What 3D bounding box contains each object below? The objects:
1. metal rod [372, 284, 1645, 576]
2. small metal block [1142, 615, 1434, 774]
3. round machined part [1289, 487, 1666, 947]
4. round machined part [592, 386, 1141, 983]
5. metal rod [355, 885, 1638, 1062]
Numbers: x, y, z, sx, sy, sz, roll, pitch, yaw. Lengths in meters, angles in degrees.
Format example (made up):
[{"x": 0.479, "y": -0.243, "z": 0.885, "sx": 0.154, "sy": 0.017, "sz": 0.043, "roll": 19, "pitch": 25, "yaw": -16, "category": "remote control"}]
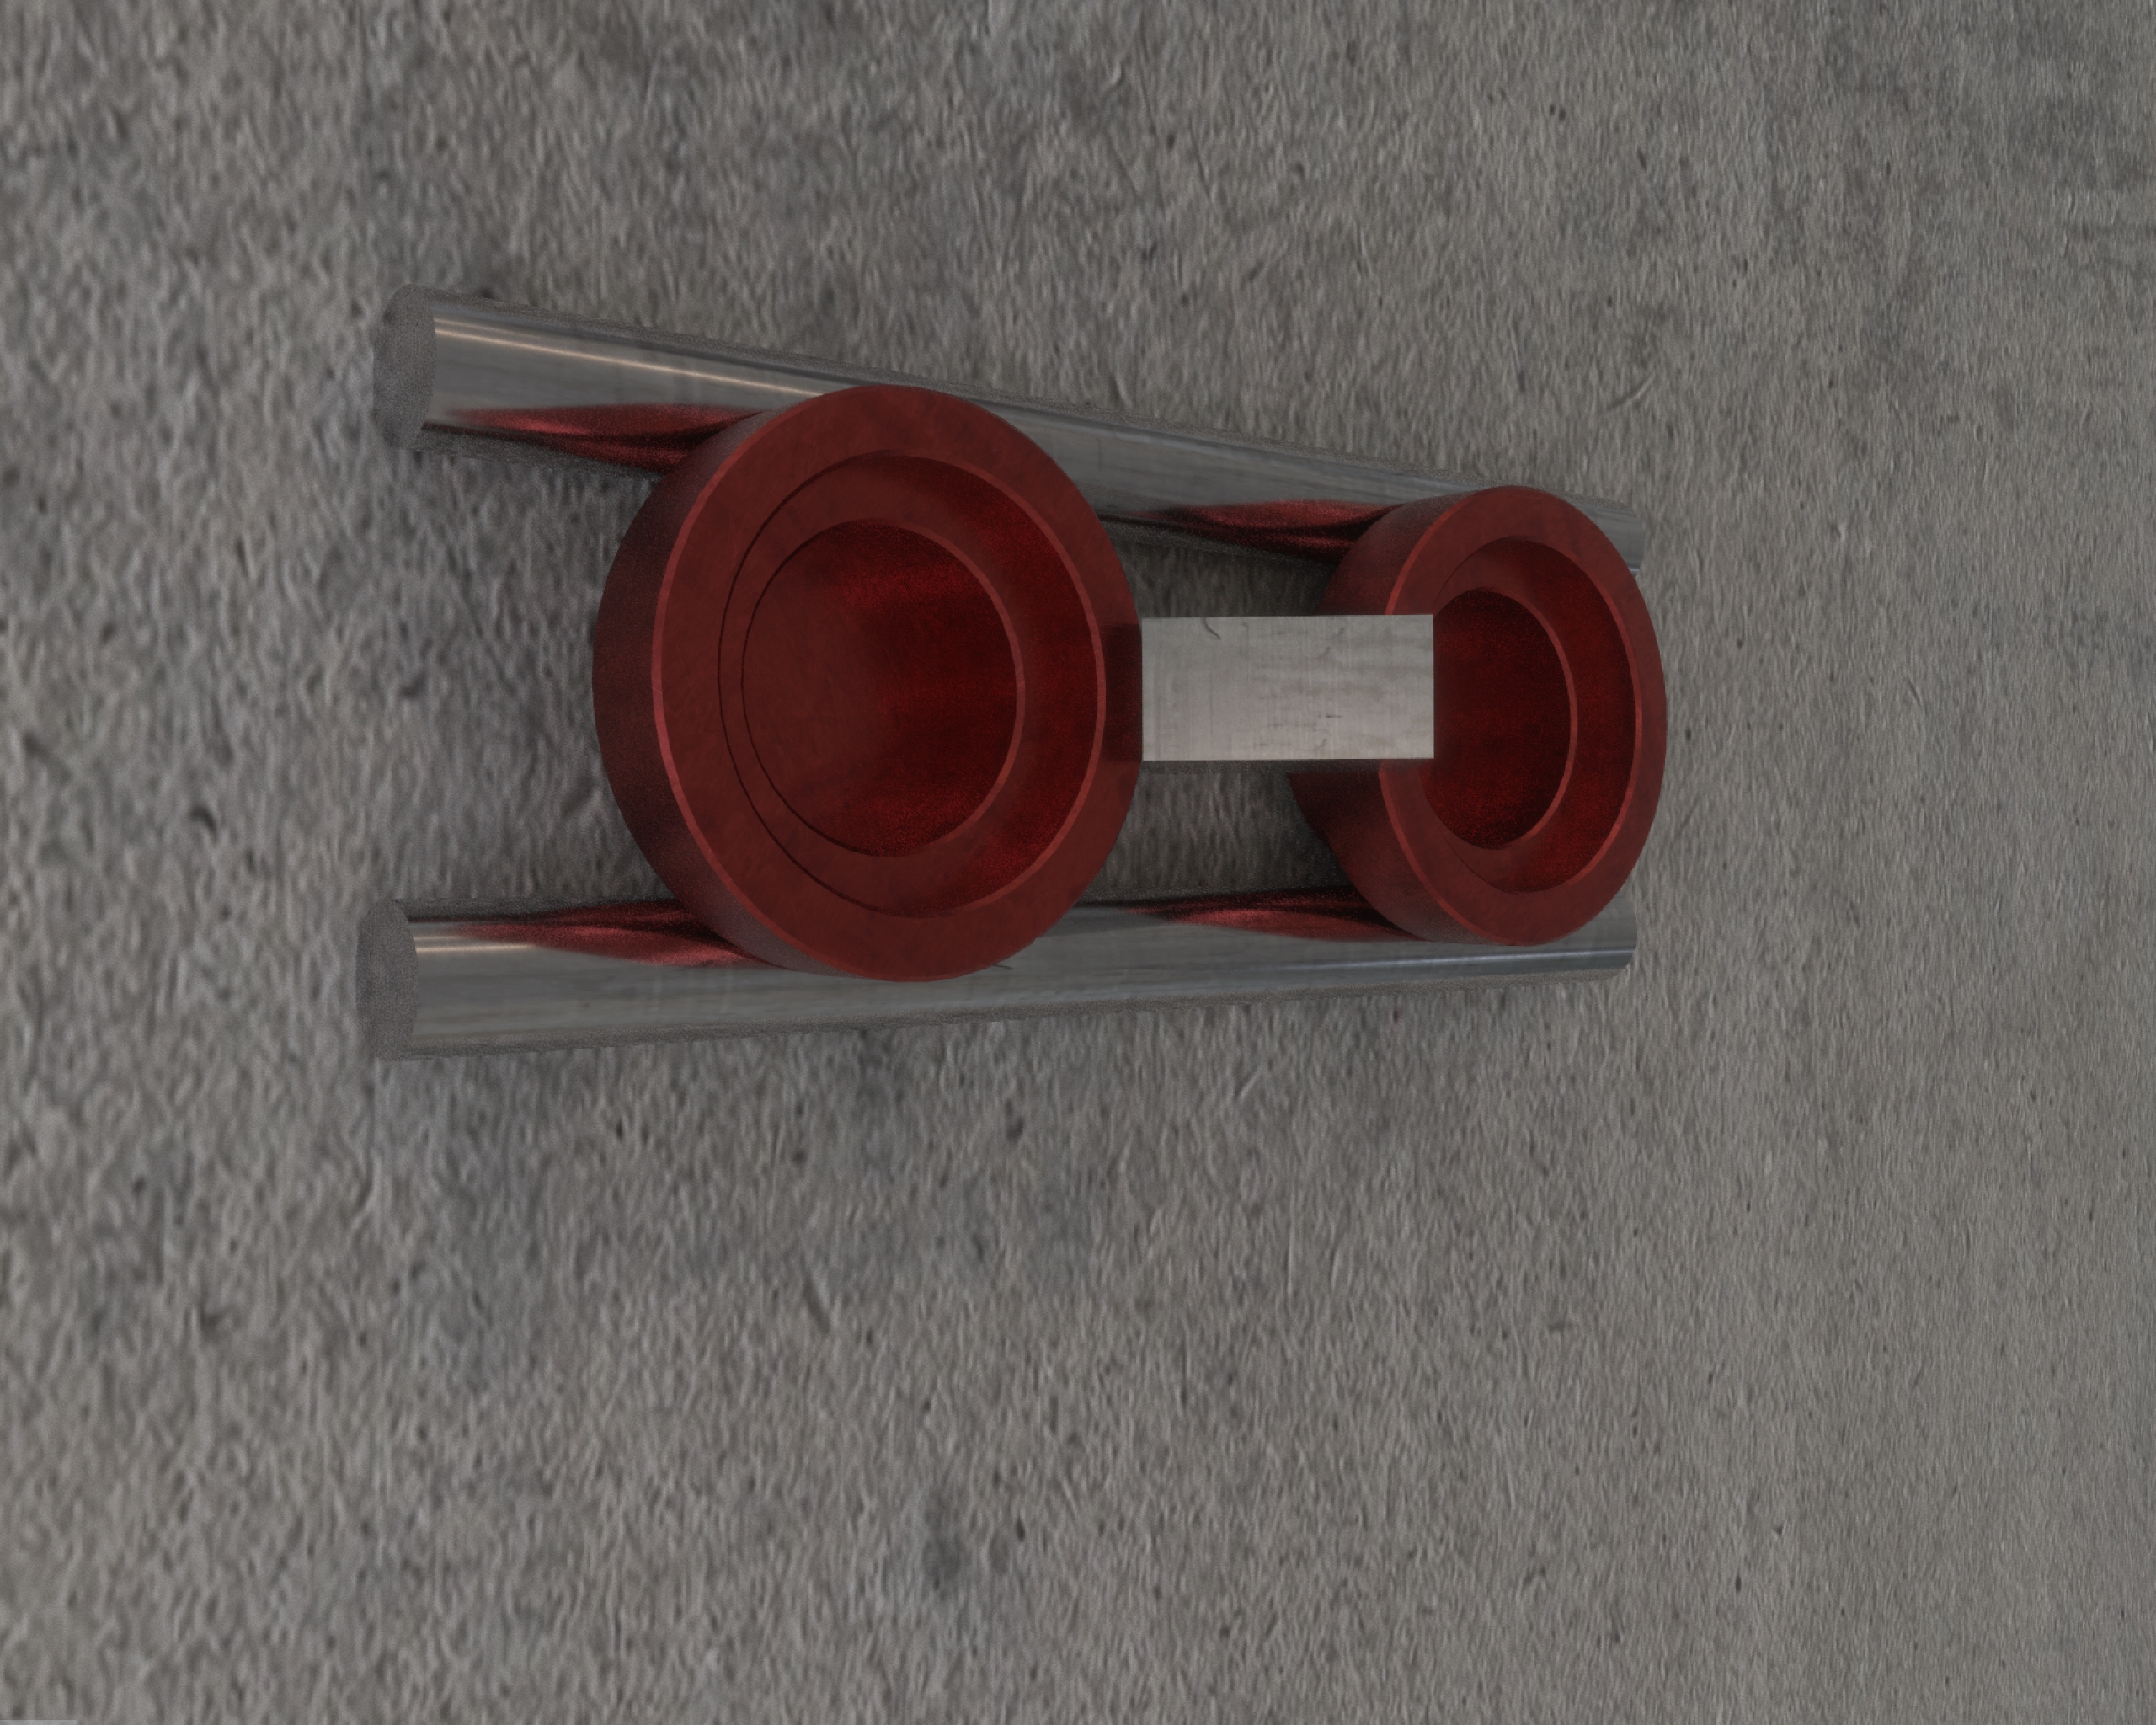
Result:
[{"x": 0.013, "y": -0.076, "z": 0.416, "sx": 0.302, "sy": 0.025, "sz": 0.025, "roll": 0, "pitch": 90, "yaw": -40, "category": "metal rod"}, {"x": 0.038, "y": -0.030, "z": 0.387, "sx": 0.050, "sy": 0.050, "sz": 0.025, "roll": 0, "pitch": 90, "yaw": 3, "category": "small metal block"}, {"x": 0.083, "y": -0.031, "z": 0.457, "sx": 0.099, "sy": 0.042, "sz": 0.097, "roll": 0, "pitch": 90, "yaw": -40, "category": "round machined part"}, {"x": -0.038, "y": -0.029, "z": 0.357, "sx": 0.099, "sy": 0.042, "sz": 0.097, "roll": 0, "pitch": 90, "yaw": -40, "category": "round machined part"}, {"x": 0.011, "y": 0.017, "z": 0.414, "sx": 0.302, "sy": 0.025, "sz": 0.025, "roll": 0, "pitch": 90, "yaw": -40, "category": "metal rod"}]
